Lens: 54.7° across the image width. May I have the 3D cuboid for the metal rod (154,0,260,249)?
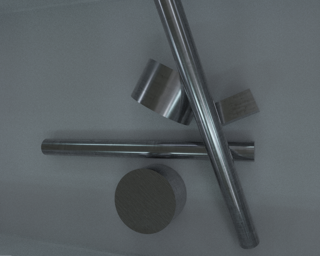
[{"bbox_3d":[0.056,0.003,0.337,0.025,0.025,0.298,-16,105,19],"label":"metal rod"}]

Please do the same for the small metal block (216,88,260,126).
[{"bbox_3d":[0.088,-0.022,0.366,0.050,0.050,0.025,-23,83,18],"label":"small metal block"}]

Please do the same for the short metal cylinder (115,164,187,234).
[{"bbox_3d":[-0.011,0.089,0.400,0.080,0.050,0.079,0,90,19],"label":"short metal cylinder"}]

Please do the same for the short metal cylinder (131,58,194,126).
[{"bbox_3d":[0.012,-0.044,0.376,0.080,0.080,0.050,30,100,17],"label":"short metal cylinder"}]

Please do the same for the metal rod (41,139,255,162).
[{"bbox_3d":[-0.029,0.028,0.419,0.301,0.025,0.025,0,90,19],"label":"metal rod"}]
